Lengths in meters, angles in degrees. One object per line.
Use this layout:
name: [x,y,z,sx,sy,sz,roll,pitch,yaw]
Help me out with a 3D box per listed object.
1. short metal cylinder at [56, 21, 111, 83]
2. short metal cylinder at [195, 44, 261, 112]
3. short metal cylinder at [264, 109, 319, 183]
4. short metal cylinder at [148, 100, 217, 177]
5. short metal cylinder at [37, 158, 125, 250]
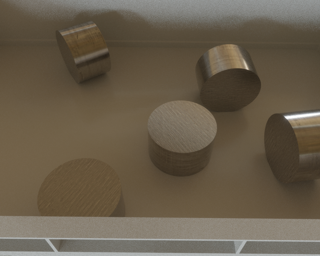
short metal cylinder: [-0.115,-0.114,0.463,0.050,0.080,0.080,-26,55,-20]
short metal cylinder: [0.092,-0.067,0.427,0.081,0.080,0.050,-2,50,-3]
short metal cylinder: [0.161,0.020,0.355,0.050,0.080,0.080,-6,51,-6]
short metal cylinder: [0.026,0.012,0.379,0.081,0.050,0.080,0,50,0]
short metal cylinder: [-0.078,0.078,0.322,0.081,0.050,0.080,0,50,0]
